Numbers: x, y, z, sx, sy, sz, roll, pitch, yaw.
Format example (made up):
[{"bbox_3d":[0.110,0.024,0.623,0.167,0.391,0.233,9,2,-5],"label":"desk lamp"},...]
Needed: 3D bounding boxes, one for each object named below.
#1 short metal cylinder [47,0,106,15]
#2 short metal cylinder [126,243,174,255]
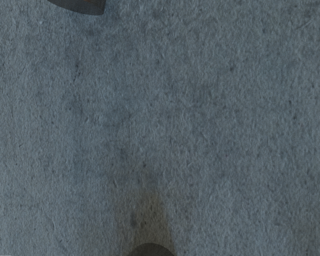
[{"bbox_3d":[-0.111,-0.191,0.418,0.080,0.080,0.050,14,95,19],"label":"short metal cylinder"},{"bbox_3d":[-0.018,0.198,0.401,0.080,0.050,0.079,0,90,19],"label":"short metal cylinder"}]
